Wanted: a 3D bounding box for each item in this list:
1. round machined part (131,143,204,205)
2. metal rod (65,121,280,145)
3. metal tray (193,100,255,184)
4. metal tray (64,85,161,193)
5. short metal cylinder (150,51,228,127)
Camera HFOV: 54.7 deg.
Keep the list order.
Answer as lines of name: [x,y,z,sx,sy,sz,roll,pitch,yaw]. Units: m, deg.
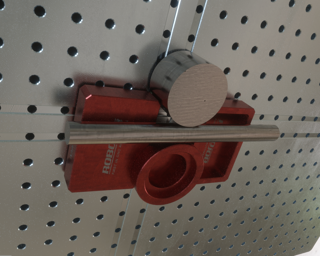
round machined part: [0.007,0.053,0.420,0.099,0.042,0.097,-14,124,-21]
metal rod: [0.037,0.006,0.391,0.303,0.025,0.025,0,118,-29]
metal tray: [0.077,0.022,0.459,0.091,0.030,0.129,1,118,-29]
metal tray: [-0.060,0.016,0.379,0.091,0.030,0.129,3,117,-30]
short metal cylinder: [0.035,-0.048,0.379,0.081,0.050,0.079,-14,124,-21]
